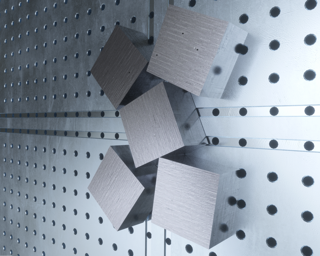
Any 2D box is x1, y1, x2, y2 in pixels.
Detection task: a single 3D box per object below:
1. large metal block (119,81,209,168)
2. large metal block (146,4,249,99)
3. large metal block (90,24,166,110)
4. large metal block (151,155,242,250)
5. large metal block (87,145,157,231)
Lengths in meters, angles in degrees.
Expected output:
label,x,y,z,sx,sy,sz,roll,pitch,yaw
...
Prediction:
label,x,y,z,sx,sy,sz,roll,pitch,yaw
large metal block,0.003,-0.002,0.391,0.080,0.050,0.080,-28,72,36
large metal block,0.041,-0.087,0.358,0.080,0.050,0.080,31,110,33
large metal block,-0.041,-0.081,0.428,0.080,0.050,0.080,-52,59,28
large metal block,0.041,0.080,0.360,0.080,0.050,0.080,12,97,39
large metal block,-0.045,0.080,0.430,0.080,0.050,0.080,45,117,31
